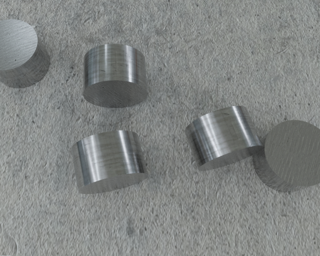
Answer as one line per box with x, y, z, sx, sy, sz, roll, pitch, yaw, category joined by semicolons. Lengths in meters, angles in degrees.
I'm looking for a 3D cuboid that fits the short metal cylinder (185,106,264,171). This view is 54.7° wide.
0.076;0.014;0.374;0.081;0.080;0.050;-16;71;-6;short metal cylinder

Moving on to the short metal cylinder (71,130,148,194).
-0.059;0.042;0.363;0.081;0.080;0.050;-14;71;-5;short metal cylinder

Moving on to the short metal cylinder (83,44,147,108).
-0.058;-0.065;0.402;0.081;0.080;0.050;-4;70;-1;short metal cylinder

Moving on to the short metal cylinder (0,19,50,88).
-0.202;-0.102;0.431;0.081;0.050;0.080;0;70;0;short metal cylinder

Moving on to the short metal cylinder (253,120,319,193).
0.162;0.036;0.383;0.081;0.050;0.080;0;70;0;short metal cylinder
